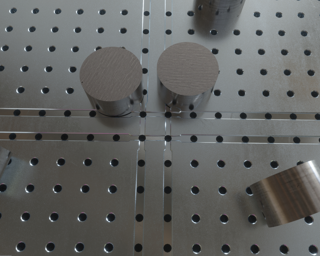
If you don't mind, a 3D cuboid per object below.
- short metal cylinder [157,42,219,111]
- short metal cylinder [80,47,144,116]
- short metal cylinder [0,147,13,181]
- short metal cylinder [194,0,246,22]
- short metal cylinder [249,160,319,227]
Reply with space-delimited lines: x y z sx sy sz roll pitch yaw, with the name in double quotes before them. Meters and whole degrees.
"short metal cylinder" 0.036 -0.069 0.424 0.081 0.050 0.080 0 70 -1
"short metal cylinder" -0.063 -0.062 0.420 0.081 0.050 0.080 0 70 0
"short metal cylinder" -0.226 0.039 0.365 0.080 0.080 0.050 15 71 5
"short metal cylinder" 0.095 -0.212 0.477 0.081 0.050 0.080 0 70 0
"short metal cylinder" 0.152 0.076 0.357 0.081 0.080 0.050 -19 71 -7
